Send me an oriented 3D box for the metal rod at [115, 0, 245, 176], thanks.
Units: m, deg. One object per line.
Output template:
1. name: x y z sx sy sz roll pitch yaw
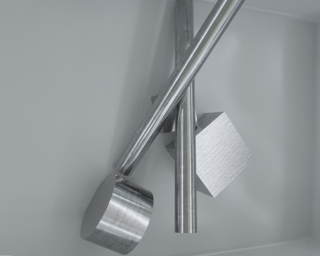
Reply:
1. metal rod: 0.032 -0.068 0.358 0.025 0.025 0.299 28 106 -19

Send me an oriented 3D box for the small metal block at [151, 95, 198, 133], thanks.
1. small metal block: 0.020 -0.022 0.419 0.050 0.025 0.050 -11 94 -20

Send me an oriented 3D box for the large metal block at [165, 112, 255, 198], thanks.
1. large metal block: 0.068 0.034 0.424 0.080 0.050 0.080 -39 103 -16

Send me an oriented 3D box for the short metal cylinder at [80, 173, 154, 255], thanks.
1. short metal cylinder: -0.051 0.100 0.364 0.050 0.080 0.080 30 80 -18

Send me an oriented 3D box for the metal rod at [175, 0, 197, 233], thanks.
1. metal rod: 0.031 -0.028 0.384 0.025 0.025 0.299 7 73 -20
